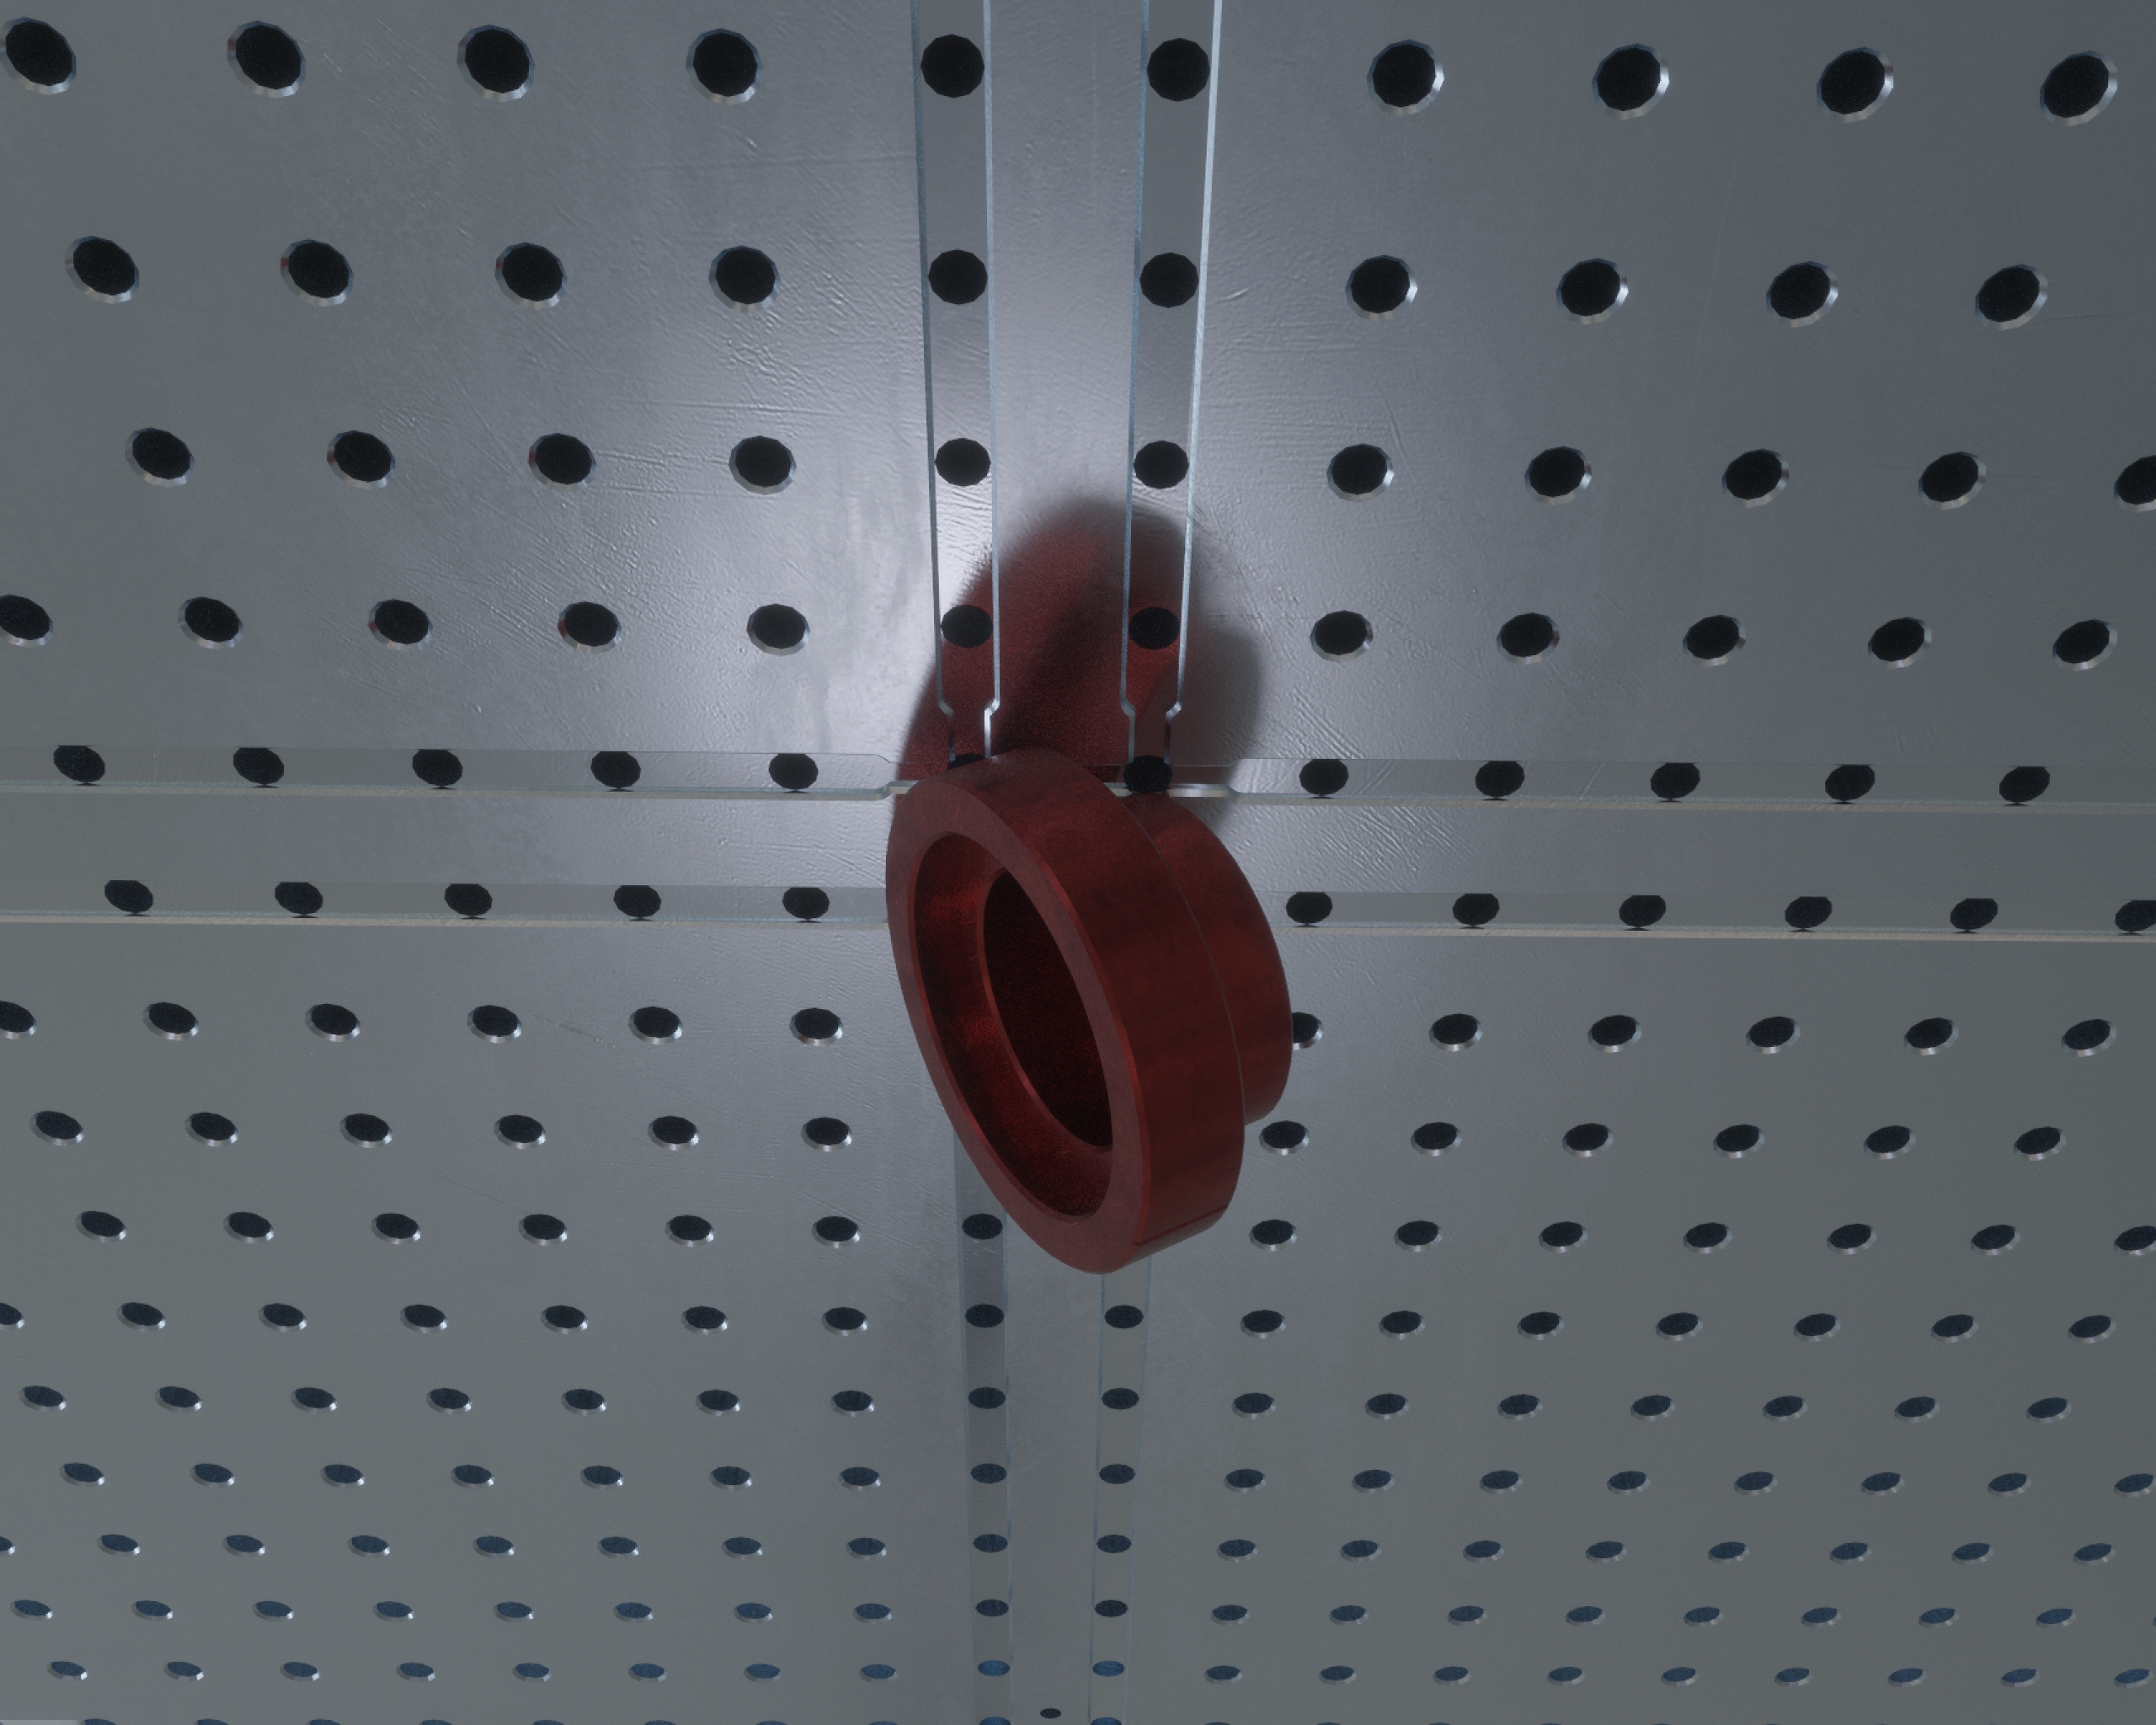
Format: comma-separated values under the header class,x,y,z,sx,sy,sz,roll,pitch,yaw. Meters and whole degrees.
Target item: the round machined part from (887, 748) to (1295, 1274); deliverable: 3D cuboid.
class,x,y,z,sx,sy,sz,roll,pitch,yaw
round machined part,0.005,0.025,0.397,0.042,0.098,0.097,-19,136,-25
